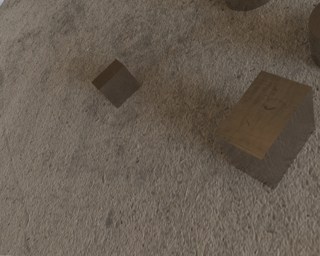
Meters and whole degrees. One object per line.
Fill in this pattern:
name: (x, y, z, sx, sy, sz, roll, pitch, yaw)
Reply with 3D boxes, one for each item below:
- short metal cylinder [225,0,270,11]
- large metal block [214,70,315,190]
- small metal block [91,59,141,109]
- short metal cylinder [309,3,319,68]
short metal cylinder: (0.129, -0.220, 0.455, 0.080, 0.050, 0.080, -13, 56, 21)
large metal block: (0.108, 0.004, 0.309, 0.050, 0.080, 0.080, 31, 79, 38)
small metal block: (-0.064, -0.065, 0.462, 0.050, 0.050, 0.025, -44, 51, -2)
short metal cylinder: (0.210, -0.106, 0.342, 0.080, 0.050, 0.080, -13, 56, 21)
